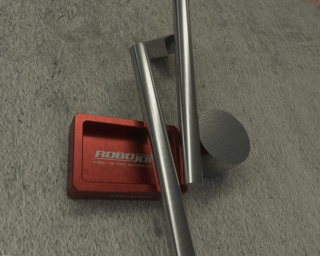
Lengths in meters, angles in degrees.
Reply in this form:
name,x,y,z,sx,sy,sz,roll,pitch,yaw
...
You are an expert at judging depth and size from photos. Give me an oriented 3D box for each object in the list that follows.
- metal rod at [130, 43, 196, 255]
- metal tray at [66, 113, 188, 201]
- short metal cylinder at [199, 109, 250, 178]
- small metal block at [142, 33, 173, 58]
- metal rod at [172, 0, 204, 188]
name,x,y,z,sx,sy,sz,roll,pitch,yaw
metal rod,0.001,0.026,0.350,0.025,0.025,0.299,2,61,-28
metal tray,-0.037,0.036,0.359,0.131,0.030,0.090,7,58,-25
short metal cylinder,0.072,0.021,0.416,0.081,0.050,0.080,14,56,-21
small metal block,0.008,-0.125,0.467,0.050,0.050,0.025,-31,113,-38
metal rod,0.033,-0.073,0.407,0.025,0.025,0.299,10,64,-24
